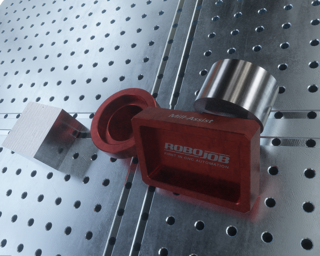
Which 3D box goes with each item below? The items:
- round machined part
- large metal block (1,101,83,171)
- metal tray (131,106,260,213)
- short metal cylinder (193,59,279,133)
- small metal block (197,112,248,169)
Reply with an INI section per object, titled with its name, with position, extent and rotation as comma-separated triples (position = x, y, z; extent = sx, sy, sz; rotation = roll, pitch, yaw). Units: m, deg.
[round machined part]
position = -0.041, -0.003, 0.419
extent = 0.098, 0.042, 0.098
rotation = -13, 56, 20
[large metal block]
position = -0.180, 0.011, 0.478
extent = 0.080, 0.050, 0.080
rotation = 12, 68, 33
[metal tray]
position = 0.036, 0.030, 0.328
extent = 0.130, 0.089, 0.030
rotation = 10, 31, 32
[short metal cylinder]
position = 0.085, -0.032, 0.348
extent = 0.080, 0.080, 0.050
rotation = 15, 70, 34
[small metal block]
position = 0.068, 0.014, 0.344
extent = 0.050, 0.050, 0.025
rotation = 15, 49, 34
